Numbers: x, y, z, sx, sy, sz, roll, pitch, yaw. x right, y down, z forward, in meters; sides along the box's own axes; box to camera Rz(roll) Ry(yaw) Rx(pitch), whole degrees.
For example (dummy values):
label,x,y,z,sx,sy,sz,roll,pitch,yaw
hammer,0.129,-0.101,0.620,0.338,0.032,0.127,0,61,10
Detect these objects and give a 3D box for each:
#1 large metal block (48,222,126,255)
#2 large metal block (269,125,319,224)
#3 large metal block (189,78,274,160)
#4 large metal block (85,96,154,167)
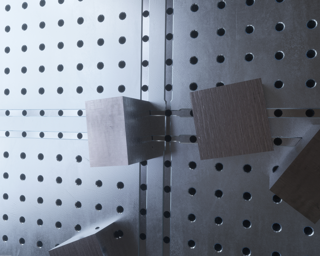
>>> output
label,x,y,z,sx,sy,sz,roll,pitch,yaw
large metal block,-0.095,0.189,0.431,0.080,0.050,0.080,-25,82,18
large metal block,0.162,0.043,0.326,0.050,0.080,0.080,38,102,15
large metal block,0.086,-0.009,0.369,0.080,0.050,0.080,-10,87,19
large metal block,-0.050,0.005,0.400,0.050,0.080,0.080,-6,88,20
